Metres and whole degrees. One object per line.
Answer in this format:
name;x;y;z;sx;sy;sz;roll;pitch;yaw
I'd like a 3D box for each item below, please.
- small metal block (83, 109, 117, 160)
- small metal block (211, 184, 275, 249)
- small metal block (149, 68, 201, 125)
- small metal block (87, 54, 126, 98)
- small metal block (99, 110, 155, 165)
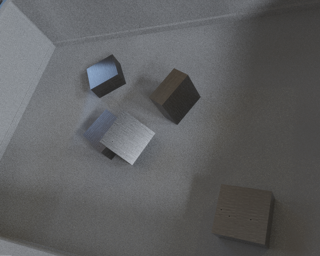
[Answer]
small metal block;-0.072;0.008;0.437;0.050;0.025;0.050;-49;52;-7
small metal block;0.084;0.087;0.308;0.050;0.025;0.050;3;63;29
small metal block;0.021;-0.040;0.402;0.025;0.050;0.050;34;81;38
small metal block;-0.087;-0.084;0.501;0.050;0.025;0.050;-27;53;10
small metal block;-0.043;0.013;0.401;0.050;0.025;0.050;37;79;-7
